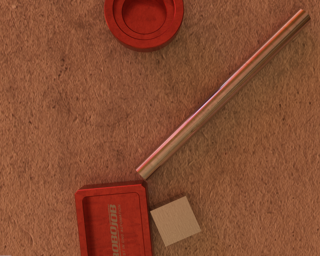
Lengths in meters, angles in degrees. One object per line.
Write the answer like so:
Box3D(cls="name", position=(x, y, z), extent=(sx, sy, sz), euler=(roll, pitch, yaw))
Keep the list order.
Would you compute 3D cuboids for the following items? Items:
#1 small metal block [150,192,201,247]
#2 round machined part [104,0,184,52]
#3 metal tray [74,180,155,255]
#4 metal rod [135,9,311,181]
Box3D(cls="small metal block", position=(0.020, 0.120, 0.410), extent=(0.050, 0.025, 0.050), euler=(-24, 90, -1))
Box3D(cls="round machined part", position=(-0.020, -0.146, 0.401), extent=(0.099, 0.042, 0.097), euler=(0, 90, -1))
Box3D(cls="metal tray", position=(-0.056, 0.138, 0.403), extent=(0.091, 0.030, 0.129), euler=(-6, 91, 1))
Box3D(cls="metal rod", position=(0.083, -0.044, 0.411), extent=(0.300, 0.025, 0.025), euler=(-44, 91, -1))
